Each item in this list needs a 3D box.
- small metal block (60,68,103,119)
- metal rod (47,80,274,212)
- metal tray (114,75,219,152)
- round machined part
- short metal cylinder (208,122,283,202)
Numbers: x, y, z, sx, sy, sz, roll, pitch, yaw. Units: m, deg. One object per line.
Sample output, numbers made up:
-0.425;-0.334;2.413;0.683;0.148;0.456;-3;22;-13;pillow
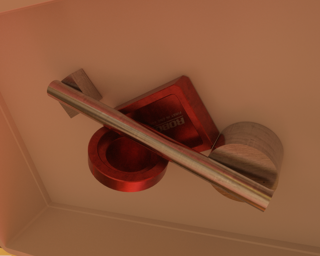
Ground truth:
-0.119;-0.048;0.437;0.050;0.025;0.050;-24;106;36;small metal block
-0.015;0.011;0.367;0.301;0.025;0.025;27;128;19;metal rod
-0.002;-0.002;0.401;0.130;0.030;0.090;-21;108;35;metal tray
-0.040;0.039;0.386;0.098;0.098;0.042;25;135;12;round machined part
0.099;0.040;0.362;0.080;0.050;0.079;13;124;20;short metal cylinder
